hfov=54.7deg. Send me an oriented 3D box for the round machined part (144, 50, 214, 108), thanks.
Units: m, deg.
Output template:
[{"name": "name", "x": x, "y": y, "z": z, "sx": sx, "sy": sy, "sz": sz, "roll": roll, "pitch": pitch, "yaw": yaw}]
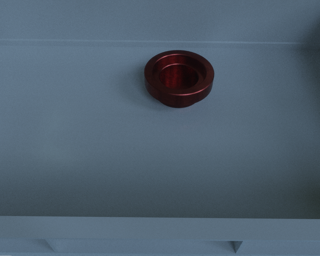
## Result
[{"name": "round machined part", "x": 0.027, "y": -0.067, "z": 0.451, "sx": 0.099, "sy": 0.042, "sz": 0.098, "roll": 0, "pitch": 50, "yaw": 0}]
